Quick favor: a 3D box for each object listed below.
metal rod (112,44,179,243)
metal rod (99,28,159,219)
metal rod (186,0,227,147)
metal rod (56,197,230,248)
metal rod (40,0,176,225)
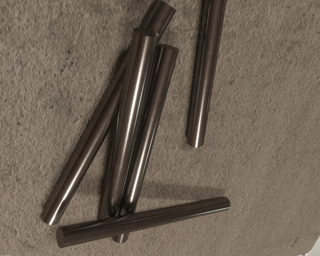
[{"bbox_3d":[-0.026,0.038,0.417,0.025,0.025,0.298,1,118,-29],"label":"metal rod"},{"bbox_3d":[-0.047,0.029,0.378,0.025,0.025,0.298,-4,127,-27],"label":"metal rod"},{"bbox_3d":[0.060,-0.107,0.374,0.025,0.025,0.298,-10,123,-23],"label":"metal rod"},{"bbox_3d":[-0.001,0.133,0.464,0.302,0.025,0.025,1,118,-38],"label":"metal rod"},{"bbox_3d":[-0.068,-0.007,0.365,0.025,0.025,0.298,20,107,-36],"label":"metal rod"}]
